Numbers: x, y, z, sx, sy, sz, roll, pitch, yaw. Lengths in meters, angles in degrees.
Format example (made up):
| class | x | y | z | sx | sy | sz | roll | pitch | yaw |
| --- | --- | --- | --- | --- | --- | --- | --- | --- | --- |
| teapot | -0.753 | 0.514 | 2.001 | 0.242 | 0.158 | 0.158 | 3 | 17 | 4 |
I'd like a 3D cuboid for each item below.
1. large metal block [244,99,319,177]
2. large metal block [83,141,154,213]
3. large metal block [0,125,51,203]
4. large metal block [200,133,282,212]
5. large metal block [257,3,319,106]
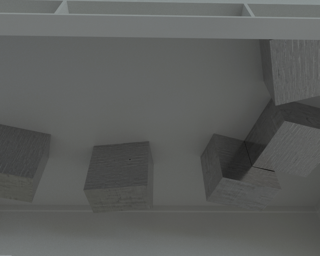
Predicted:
| class | x | y | z | sx | sy | sz | roll | pitch | yaw |
| --- | --- | --- | --- | --- | --- | --- | --- | --- | --- |
| large metal block | 0.170 | 0.013 | 0.405 | 0.081 | 0.050 | 0.079 | 12 | 129 | -11 |
| large metal block | -0.052 | 0.067 | 0.429 | 0.080 | 0.080 | 0.050 | -5 | 130 | 4 |
| large metal block | -0.198 | 0.044 | 0.409 | 0.081 | 0.080 | 0.050 | 13 | 129 | -11 |
| large metal block | 0.106 | 0.060 | 0.425 | 0.081 | 0.080 | 0.050 | 13 | 129 | -11 |
| large metal block | 0.153 | -0.078 | 0.327 | 0.080 | 0.050 | 0.080 | -13 | 129 | 11 |
